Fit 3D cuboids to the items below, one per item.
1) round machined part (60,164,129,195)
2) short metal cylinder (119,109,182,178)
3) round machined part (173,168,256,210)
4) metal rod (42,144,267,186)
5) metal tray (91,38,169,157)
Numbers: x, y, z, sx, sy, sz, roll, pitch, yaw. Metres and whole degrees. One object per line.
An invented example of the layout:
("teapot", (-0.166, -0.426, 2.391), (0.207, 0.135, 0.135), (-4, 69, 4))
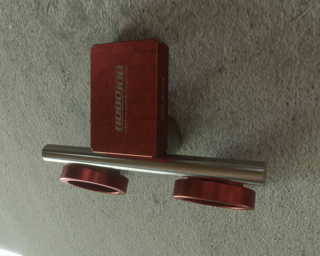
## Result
("round machined part", (-0.095, 0.069, 0.467), (0.099, 0.042, 0.098), (9, 159, 4))
("short metal cylinder", (-0.017, 0.019, 0.412), (0.080, 0.050, 0.079), (13, 124, 20))
("round machined part", (0.067, 0.072, 0.383), (0.099, 0.042, 0.098), (9, 164, 3))
("metal rod", (-0.027, 0.041, 0.383), (0.301, 0.025, 0.025), (2, 120, 26))
("metal tray", (-0.037, -0.034, 0.367), (0.090, 0.030, 0.129), (2, 93, 26))
